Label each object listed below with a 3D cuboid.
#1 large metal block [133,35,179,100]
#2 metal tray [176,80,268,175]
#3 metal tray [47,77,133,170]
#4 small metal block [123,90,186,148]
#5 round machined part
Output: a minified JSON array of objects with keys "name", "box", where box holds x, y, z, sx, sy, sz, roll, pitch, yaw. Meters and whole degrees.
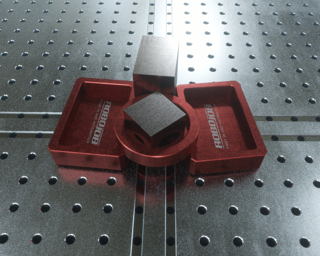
[{"name":"large metal block","box":[-0.003,-0.068,0.424,0.050,0.080,0.080,5,50,4]},{"name":"metal tray","box":[0.073,-0.005,0.404,0.091,0.030,0.130,-5,50,-4]},{"name":"metal tray","box":[-0.080,-0.011,0.407,0.091,0.030,0.130,5,50,4]},{"name":"small metal block","box":[-0.006,-0.010,0.356,0.050,0.025,0.050,-32,57,-24]},{"name":"round machined part","box":[-0.003,0.006,0.374,0.099,0.042,0.098,0,50,0]}]
